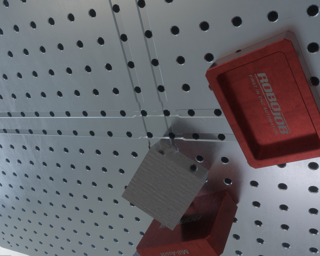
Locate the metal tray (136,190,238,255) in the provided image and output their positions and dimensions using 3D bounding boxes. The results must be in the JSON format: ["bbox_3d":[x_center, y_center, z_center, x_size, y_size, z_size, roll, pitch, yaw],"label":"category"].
[{"bbox_3d":[0.037,0.141,0.436,0.130,0.090,0.030,-26,104,37],"label":"metal tray"}]

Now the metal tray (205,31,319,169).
[{"bbox_3d":[0.118,-0.024,0.331,0.090,0.030,0.130,-18,109,35],"label":"metal tray"}]

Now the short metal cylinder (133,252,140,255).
[{"bbox_3d":[0.000,0.219,0.511,0.080,0.080,0.050,-26,104,37],"label":"short metal cylinder"}]

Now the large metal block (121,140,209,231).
[{"bbox_3d":[0.008,0.075,0.419,0.080,0.050,0.080,32,104,7],"label":"large metal block"}]
